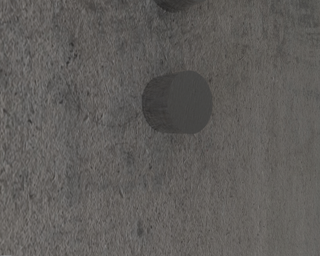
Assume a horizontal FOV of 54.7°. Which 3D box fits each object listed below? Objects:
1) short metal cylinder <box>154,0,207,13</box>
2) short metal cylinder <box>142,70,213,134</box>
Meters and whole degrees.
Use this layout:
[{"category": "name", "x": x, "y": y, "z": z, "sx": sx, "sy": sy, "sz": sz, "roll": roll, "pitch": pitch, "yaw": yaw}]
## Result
[{"category": "short metal cylinder", "x": 0.028, "y": -0.201, "z": 0.411, "sx": 0.081, "sy": 0.050, "sz": 0.080, "roll": 0, "pitch": 90, "yaw": -40}, {"category": "short metal cylinder", "x": 0.023, "y": -0.032, "z": 0.408, "sx": 0.081, "sy": 0.050, "sz": 0.080, "roll": 0, "pitch": 90, "yaw": -40}]
